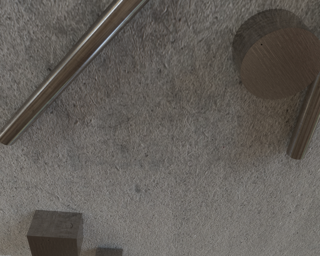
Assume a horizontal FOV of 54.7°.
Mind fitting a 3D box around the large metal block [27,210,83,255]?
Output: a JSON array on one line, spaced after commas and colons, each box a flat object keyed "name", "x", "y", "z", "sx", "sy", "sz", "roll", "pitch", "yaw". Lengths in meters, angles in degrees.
[{"name": "large metal block", "x": -0.183, "y": 0.193, "z": 0.554, "sx": 0.081, "sy": 0.050, "sz": 0.079, "roll": 6, "pitch": 130, "yaw": -5}]

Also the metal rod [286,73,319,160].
[{"name": "metal rod", "x": 0.189, "y": -0.078, "z": 0.342, "sx": 0.025, "sy": 0.025, "sz": 0.298, "roll": -1, "pitch": 130, "yaw": 1}]

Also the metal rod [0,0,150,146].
[{"name": "metal rod", "x": -0.100, "y": -0.068, "z": 0.347, "sx": 0.025, "sy": 0.025, "sz": 0.299, "roll": 37, "pitch": 121, "yaw": -27}]

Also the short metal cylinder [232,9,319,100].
[{"name": "short metal cylinder", "x": 0.121, "y": -0.077, "z": 0.326, "sx": 0.081, "sy": 0.050, "sz": 0.079, "roll": 0, "pitch": 130, "yaw": 0}]

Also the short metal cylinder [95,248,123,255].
[{"name": "short metal cylinder", "x": -0.102, "y": 0.278, "z": 0.607, "sx": 0.050, "sy": 0.080, "sz": 0.079, "roll": 5, "pitch": 130, "yaw": -4}]
